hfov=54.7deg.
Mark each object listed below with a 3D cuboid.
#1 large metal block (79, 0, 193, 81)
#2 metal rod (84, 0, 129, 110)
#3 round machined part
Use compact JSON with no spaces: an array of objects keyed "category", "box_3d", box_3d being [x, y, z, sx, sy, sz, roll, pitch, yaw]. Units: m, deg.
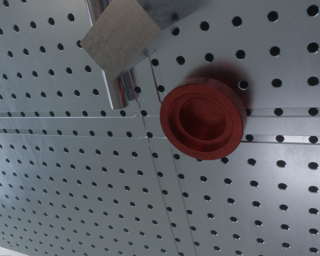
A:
[{"category":"large metal block","box_3d":[-0.023,-0.104,0.323,0.050,0.080,0.080,49,129,-6]},{"category":"metal rod","box_3d":[-0.077,-0.161,0.352,0.025,0.025,0.298,5,121,26]},{"category":"round machined part","box_3d":[0.053,-0.014,0.364,0.098,0.042,0.097,13,124,21]}]
